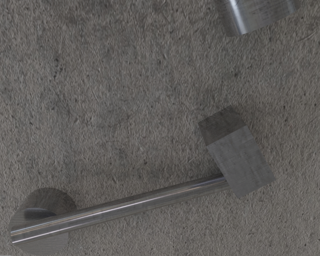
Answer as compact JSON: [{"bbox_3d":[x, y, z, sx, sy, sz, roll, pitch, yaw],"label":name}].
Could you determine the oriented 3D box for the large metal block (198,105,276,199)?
[{"bbox_3d":[0.094,0.027,0.391,0.050,0.080,0.080,-29,108,10],"label":"large metal block"}]

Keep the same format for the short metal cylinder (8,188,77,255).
[{"bbox_3d":[-0.165,0.133,0.444,0.081,0.050,0.079,0,110,0],"label":"short metal cylinder"}]

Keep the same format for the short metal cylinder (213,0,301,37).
[{"bbox_3d":[0.101,-0.138,0.331,0.080,0.080,0.050,-23,109,8],"label":"short metal cylinder"}]

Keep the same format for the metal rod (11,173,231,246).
[{"bbox_3d":[-0.038,0.104,0.415,0.302,0.025,0.025,-13,110,-9],"label":"metal rod"}]
